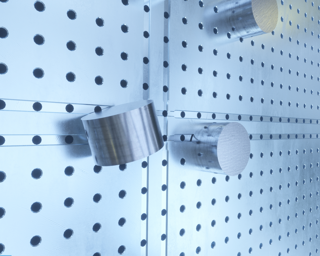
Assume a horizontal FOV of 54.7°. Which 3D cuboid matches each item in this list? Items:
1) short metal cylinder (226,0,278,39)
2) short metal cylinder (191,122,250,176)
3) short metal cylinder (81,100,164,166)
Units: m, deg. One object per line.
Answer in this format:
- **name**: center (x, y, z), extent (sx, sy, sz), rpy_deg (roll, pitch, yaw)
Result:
- **short metal cylinder**: center (0.157, -0.197, 0.527), extent (0.081, 0.050, 0.079), rpy_deg (0, 90, -40)
- **short metal cylinder**: center (0.094, 0.031, 0.474), extent (0.081, 0.050, 0.079), rpy_deg (0, 90, -40)
- **short metal cylinder**: center (-0.040, 0.003, 0.341), extent (0.081, 0.080, 0.050), rpy_deg (-23, 105, -38)
